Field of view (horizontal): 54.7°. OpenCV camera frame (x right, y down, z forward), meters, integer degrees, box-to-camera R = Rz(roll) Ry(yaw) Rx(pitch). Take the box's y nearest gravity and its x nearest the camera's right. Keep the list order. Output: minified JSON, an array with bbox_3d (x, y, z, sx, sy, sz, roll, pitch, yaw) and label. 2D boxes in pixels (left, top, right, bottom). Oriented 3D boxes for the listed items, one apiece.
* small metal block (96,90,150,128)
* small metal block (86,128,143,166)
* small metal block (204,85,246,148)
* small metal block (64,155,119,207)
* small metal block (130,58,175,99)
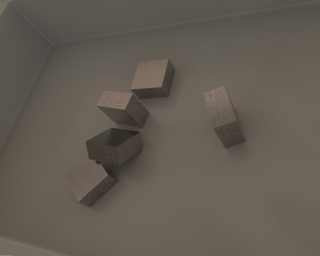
[{"bbox_3d":[-0.051,-0.026,0.431,0.050,0.050,0.025,10,67,32],"label":"small metal block"},{"bbox_3d":[-0.059,0.023,0.404,0.050,0.025,0.050,8,25,31],"label":"small metal block"},{"bbox_3d":[0.075,-0.012,0.357,0.025,0.050,0.050,-21,54,16],"label":"small metal block"},{"bbox_3d":[-0.091,0.067,0.411,0.050,0.025,0.050,-42,51,-1],"label":"small metal block"},{"bbox_3d":[-0.010,-0.072,0.453,0.050,0.025,0.050,-1,61,27],"label":"small metal block"}]
